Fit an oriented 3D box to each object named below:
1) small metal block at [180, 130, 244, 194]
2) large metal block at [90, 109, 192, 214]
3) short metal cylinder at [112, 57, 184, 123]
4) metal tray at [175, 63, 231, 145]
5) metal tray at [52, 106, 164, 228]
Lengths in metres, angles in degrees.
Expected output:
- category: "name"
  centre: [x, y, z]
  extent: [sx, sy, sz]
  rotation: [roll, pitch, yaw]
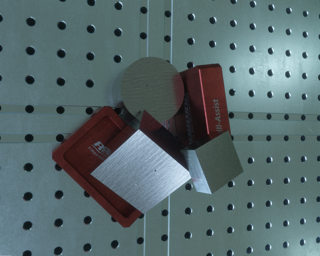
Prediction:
- category: "small metal block"
  centre: [0.057, 0.036, 0.335]
  extent: [0.050, 0.025, 0.050]
  rotation: [-27, 100, -30]
- category: "large metal block"
  centre: [-0.019, 0.040, 0.360]
  extent: [0.080, 0.050, 0.080]
  rotation: [41, 112, -16]
- category: "short metal cylinder"
  centre: [-0.016, -0.046, 0.394]
  extent: [0.081, 0.050, 0.079]
  rotation: [0, 90, -21]
- category: "metal tray"
  centre: [0.051, -0.010, 0.398]
  extent: [0.030, 0.090, 0.129]
  rotation: [-10, 94, -20]
- category: "metal tray"
  centre: [-0.057, 0.048, 0.389]
  extent: [0.090, 0.030, 0.130]
  rotation: [-45, 104, -15]
